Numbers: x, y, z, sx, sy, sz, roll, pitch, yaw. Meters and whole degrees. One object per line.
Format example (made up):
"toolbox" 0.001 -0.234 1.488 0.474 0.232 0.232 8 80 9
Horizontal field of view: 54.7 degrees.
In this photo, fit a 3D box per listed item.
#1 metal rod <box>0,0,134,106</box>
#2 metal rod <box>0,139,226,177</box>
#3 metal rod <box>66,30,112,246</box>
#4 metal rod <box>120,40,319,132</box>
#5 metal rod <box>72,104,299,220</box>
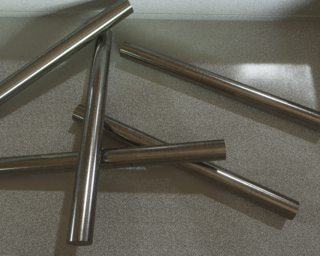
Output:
"metal rod" -0.163 -0.083 0.420 0.301 0.025 0.025 -38 75 -6
"metal rod" -0.073 0.038 0.377 0.302 0.025 0.025 -5 70 4
"metal rod" -0.081 -0.014 0.381 0.025 0.025 0.299 -1 58 -1
"metal rod" 0.086 -0.060 0.432 0.301 0.025 0.025 22 71 7
"metal rod" 0.026 0.040 0.395 0.301 0.025 0.025 24 72 8
